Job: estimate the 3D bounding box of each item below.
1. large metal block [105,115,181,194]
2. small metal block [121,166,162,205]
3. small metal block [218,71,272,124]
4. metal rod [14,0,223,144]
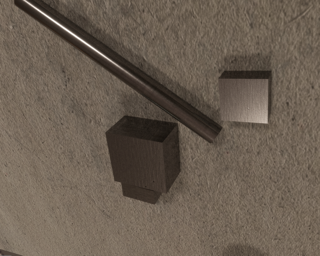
[{"bbox_3d":[-0.020,0.034,0.421,0.080,0.050,0.079,9,122,23],"label":"large metal block"},{"bbox_3d":[-0.020,0.079,0.449,0.050,0.050,0.025,10,123,22],"label":"small metal block"},{"bbox_3d":[0.093,-0.034,0.336,0.050,0.025,0.050,5,121,25],"label":"small metal block"},{"bbox_3d":[-0.054,-0.078,0.385,0.301,0.025,0.025,35,129,4],"label":"metal rod"}]
